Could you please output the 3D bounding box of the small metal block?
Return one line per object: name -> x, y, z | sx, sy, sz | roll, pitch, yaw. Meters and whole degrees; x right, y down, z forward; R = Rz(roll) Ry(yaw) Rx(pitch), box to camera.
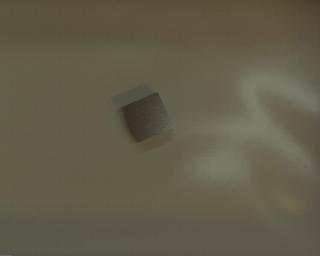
small metal block -> -0.016, -0.014, 0.408 | 0.050, 0.025, 0.050 | -23, 90, -1
